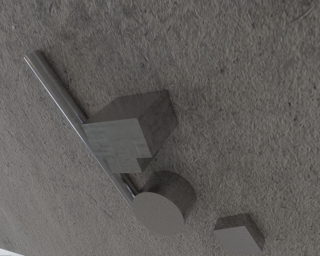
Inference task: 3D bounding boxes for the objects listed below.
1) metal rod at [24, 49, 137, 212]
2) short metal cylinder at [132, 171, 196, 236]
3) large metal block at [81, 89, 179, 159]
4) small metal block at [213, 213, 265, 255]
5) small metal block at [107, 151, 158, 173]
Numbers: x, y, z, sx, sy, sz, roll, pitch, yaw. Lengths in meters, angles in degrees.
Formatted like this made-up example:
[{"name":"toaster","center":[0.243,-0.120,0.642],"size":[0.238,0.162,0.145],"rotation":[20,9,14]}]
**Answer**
[{"name":"metal rod","center":[-0.104,0.019,0.472],"size":[0.025,0.025,0.299],"rotation":[-22,107,36]},{"name":"short metal cylinder","center":[0.007,0.110,0.455],"size":[0.080,0.050,0.079],"rotation":[13,124,21]},{"name":"large metal block","center":[-0.034,-0.005,0.386],"size":[0.080,0.080,0.050],"rotation":[-5,116,30]},{"name":"small metal block","center":[0.113,0.152,0.442],"size":[0.050,0.025,0.050],"rotation":[-24,106,36]},{"name":"small metal block","center":[-0.038,0.038,0.435],"size":[0.050,0.050,0.025],"rotation":[-6,116,31]}]
